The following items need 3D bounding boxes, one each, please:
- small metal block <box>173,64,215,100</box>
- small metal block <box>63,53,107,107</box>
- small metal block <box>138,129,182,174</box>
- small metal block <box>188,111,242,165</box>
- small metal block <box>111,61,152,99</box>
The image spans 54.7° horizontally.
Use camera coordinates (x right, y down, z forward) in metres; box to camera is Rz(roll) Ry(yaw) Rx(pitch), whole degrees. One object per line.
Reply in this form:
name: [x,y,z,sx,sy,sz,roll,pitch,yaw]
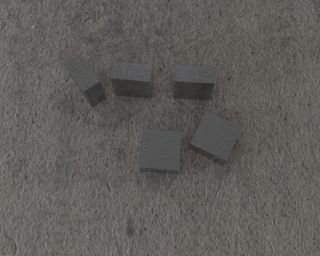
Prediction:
small metal block: [0.045,-0.061,0.417,0.050,0.050,0.025,3,70,1]
small metal block: [-0.099,-0.063,0.417,0.025,0.050,0.050,-34,74,-11]
small metal block: [0.000,0.031,0.397,0.050,0.025,0.050,4,70,1]
small metal block: [0.071,0.013,0.404,0.050,0.025,0.050,26,72,9]
small metal block: [-0.036,-0.064,0.418,0.050,0.050,0.025,5,70,2]
